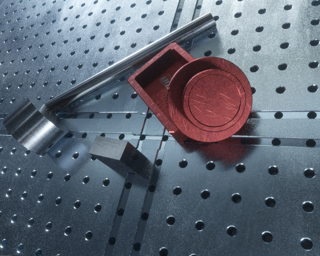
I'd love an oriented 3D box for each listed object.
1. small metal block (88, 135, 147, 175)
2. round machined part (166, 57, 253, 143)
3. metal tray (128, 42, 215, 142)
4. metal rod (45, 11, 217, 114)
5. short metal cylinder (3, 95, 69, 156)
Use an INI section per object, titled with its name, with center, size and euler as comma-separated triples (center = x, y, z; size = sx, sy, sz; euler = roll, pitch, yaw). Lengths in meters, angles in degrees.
[small metal block]
center = -0.053, 0.035, 0.397
size = 0.050, 0.050, 0.025
euler = 8, 66, 31
[round machined part]
center = 0.057, -0.031, 0.350
size = 0.098, 0.098, 0.042
euler = -39, 8, 1
[metal tray]
center = 0.023, -0.053, 0.424
size = 0.090, 0.030, 0.130
euler = -39, 51, 1
[metal rod]
center = -0.053, -0.099, 0.494
size = 0.301, 0.025, 0.025
euler = -26, 53, 11
[short metal cylinder]
center = -0.187, -0.004, 0.471
size = 0.050, 0.080, 0.080
euler = -45, 51, -3
